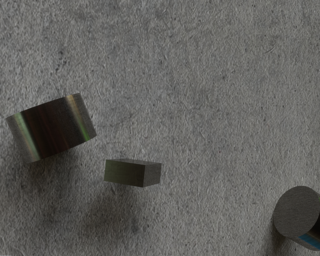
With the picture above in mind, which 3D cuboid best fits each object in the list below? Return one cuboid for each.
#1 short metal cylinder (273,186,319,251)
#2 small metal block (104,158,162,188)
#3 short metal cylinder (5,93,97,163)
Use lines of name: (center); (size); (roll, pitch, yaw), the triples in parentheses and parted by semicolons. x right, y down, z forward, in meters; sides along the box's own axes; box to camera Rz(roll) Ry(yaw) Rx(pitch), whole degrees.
short metal cylinder: (0.219, 0.133, 0.461); (0.050, 0.080, 0.080); (32, 80, -18)
small metal block: (-0.031, 0.053, 0.373); (0.050, 0.050, 0.025); (5, 88, 22)
short metal cylinder: (-0.116, -0.001, 0.337); (0.081, 0.080, 0.050); (-23, 98, -19)
